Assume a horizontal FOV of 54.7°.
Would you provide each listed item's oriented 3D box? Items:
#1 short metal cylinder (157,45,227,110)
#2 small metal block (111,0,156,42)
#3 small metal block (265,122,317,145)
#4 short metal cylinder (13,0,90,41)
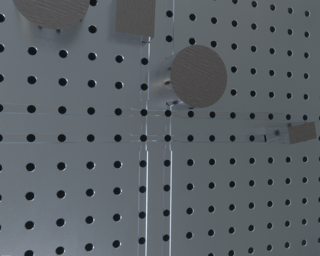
[{"bbox_3d":[0.042,-0.065,0.415,0.081,0.050,0.079,0,90,-20],"label":"short metal cylinder"},{"bbox_3d":[-0.034,-0.142,0.400,0.050,0.025,0.050,3,89,-20],"label":"small metal block"},{"bbox_3d":[0.198,0.007,0.473,0.050,0.050,0.025,-10,94,-20],"label":"small metal block"},{"bbox_3d":[-0.124,-0.145,0.353,0.081,0.050,0.079,0,90,-20],"label":"short metal cylinder"}]
